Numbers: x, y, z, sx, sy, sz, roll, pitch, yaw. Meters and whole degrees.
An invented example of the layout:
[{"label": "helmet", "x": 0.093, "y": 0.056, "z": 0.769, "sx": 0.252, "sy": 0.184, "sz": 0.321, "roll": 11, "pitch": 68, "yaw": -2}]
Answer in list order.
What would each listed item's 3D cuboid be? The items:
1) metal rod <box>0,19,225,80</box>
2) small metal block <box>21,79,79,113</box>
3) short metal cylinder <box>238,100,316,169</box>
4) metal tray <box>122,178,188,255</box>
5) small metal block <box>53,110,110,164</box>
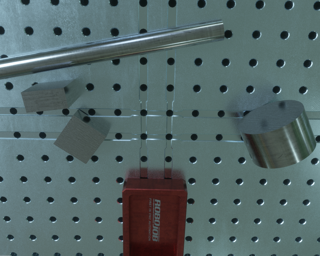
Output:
[{"label": "metal rod", "x": -0.074, "y": -0.093, "z": 0.378, "sx": 0.302, "sy": 0.025, "sz": 0.025, "roll": -9, "pitch": 110, "yaw": 3}, {"label": "small metal block", "x": -0.134, "y": -0.041, "z": 0.384, "sx": 0.050, "sy": 0.050, "sz": 0.025, "roll": -6, "pitch": 110, "yaw": 2}, {"label": "short metal cylinder", "x": 0.145, "y": 0.006, "z": 0.388, "sx": 0.080, "sy": 0.080, "sz": 0.050, "roll": -25, "pitch": 108, "yaw": 9}, {"label": "metal tray", "x": -0.009, "y": 0.140, "z": 0.461, "sx": 0.091, "sy": 0.030, "sz": 0.129, "roll": 1, "pitch": 110, "yaw": -1}, {"label": "small metal block", "x": -0.105, "y": 0.012, "z": 0.417, "sx": 0.050, "sy": 0.025, "sz": 0.050, "roll": 35, "pitch": 106, "yaw": -12}]
